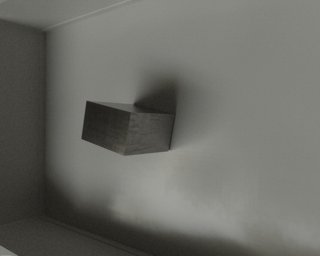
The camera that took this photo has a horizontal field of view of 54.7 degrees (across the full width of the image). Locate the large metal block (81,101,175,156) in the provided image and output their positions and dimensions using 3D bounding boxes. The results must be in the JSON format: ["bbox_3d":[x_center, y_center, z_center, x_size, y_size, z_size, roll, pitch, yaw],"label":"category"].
[{"bbox_3d":[-0.041,-0.002,0.399,0.080,0.081,0.050,16,100,38],"label":"large metal block"}]
